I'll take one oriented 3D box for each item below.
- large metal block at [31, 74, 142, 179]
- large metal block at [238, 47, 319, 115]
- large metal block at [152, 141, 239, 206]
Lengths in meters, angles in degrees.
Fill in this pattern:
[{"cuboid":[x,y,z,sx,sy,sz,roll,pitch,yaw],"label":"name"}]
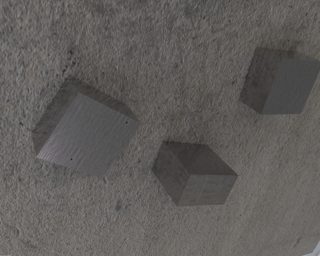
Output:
[{"cuboid":[-0.082,0.000,0.346,0.080,0.050,0.080,28,103,-38],"label":"large metal block"},{"cuboid":[0.171,-0.066,0.443,0.081,0.050,0.079,-2,120,-28],"label":"large metal block"},{"cuboid":[0.047,0.063,0.435,0.081,0.080,0.050,7,115,-31],"label":"large metal block"}]
